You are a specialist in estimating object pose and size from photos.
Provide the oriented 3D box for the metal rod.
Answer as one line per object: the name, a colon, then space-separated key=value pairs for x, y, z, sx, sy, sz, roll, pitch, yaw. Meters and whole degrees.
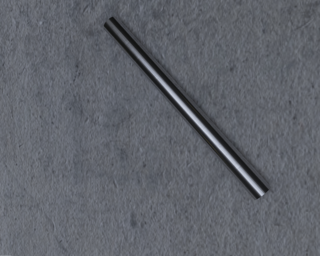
metal rod: x=0.027 y=-0.034 z=0.398 sx=0.025 sy=0.025 sz=0.300 roll=-44 pitch=77 yaw=14
